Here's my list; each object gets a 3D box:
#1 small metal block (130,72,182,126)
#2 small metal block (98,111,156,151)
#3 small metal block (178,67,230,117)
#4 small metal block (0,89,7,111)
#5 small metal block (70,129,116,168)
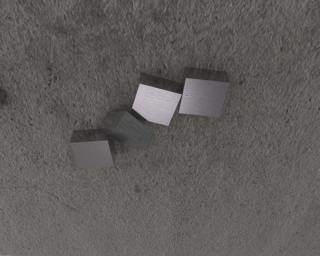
[{"bbox_3d":[-0.006,-0.034,0.378,0.050,0.025,0.050,13,129,-11],"label":"small metal block"},{"bbox_3d":[-0.042,0.004,0.392,0.050,0.025,0.050,39,160,-28],"label":"small metal block"},{"bbox_3d":[0.051,-0.043,0.371,0.050,0.025,0.050,5,130,-5],"label":"small metal block"},{"bbox_3d":[-0.217,-0.029,0.363,0.050,0.050,0.025,21,127,-17],"label":"small metal block"},{"bbox_3d":[-0.091,0.029,0.431,0.050,0.025,0.050,-4,130,3],"label":"small metal block"}]
